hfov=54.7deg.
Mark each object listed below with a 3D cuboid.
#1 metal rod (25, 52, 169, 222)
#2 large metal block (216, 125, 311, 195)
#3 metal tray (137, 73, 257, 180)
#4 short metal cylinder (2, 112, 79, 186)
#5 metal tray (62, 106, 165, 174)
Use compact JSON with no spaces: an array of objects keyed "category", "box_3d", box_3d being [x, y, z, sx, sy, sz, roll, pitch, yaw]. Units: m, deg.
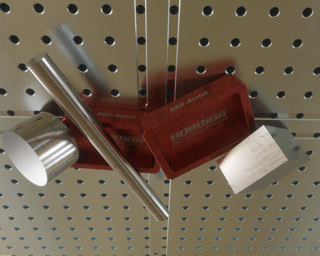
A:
[{"category":"metal rod","box_3d":[-0.061,0.033,0.400,0.025,0.025,0.299,-20,128,16]},{"category":"large metal block","box_3d":[0.137,0.043,0.410,0.081,0.050,0.080,6,139,-48]},{"category":"metal tray","box_3d":[0.050,0.001,0.385,0.130,0.030,0.090,-27,127,0]},{"category":"short metal cylinder","box_3d":[-0.150,0.026,0.392,0.080,0.050,0.079,22,131,27]},{"category":"metal tray","box_3d":[-0.061,0.018,0.422,0.131,0.030,0.089,5,130,-5]}]
